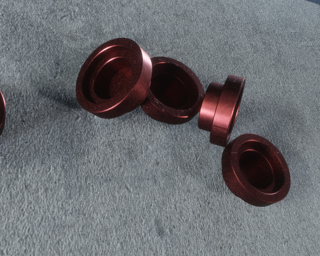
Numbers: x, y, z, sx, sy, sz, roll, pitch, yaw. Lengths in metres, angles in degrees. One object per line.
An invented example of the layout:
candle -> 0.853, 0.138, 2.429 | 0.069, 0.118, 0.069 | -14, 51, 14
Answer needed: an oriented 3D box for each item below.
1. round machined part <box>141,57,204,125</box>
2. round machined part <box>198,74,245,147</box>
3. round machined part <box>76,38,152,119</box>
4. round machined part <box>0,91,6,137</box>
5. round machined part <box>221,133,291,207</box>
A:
round machined part -> 0.009, -0.047, 0.426 | 0.099, 0.042, 0.098 | 14, 56, -21
round machined part -> 0.082, -0.026, 0.425 | 0.042, 0.097, 0.098 | 17, 50, 16
round machined part -> -0.051, -0.056, 0.376 | 0.042, 0.098, 0.098 | 35, 40, -53
round machined part -> -0.200, -0.009, 0.291 | 0.099, 0.042, 0.098 | 14, 56, -21
round machined part -> 0.125, 0.060, 0.423 | 0.099, 0.042, 0.098 | 14, 56, -21
